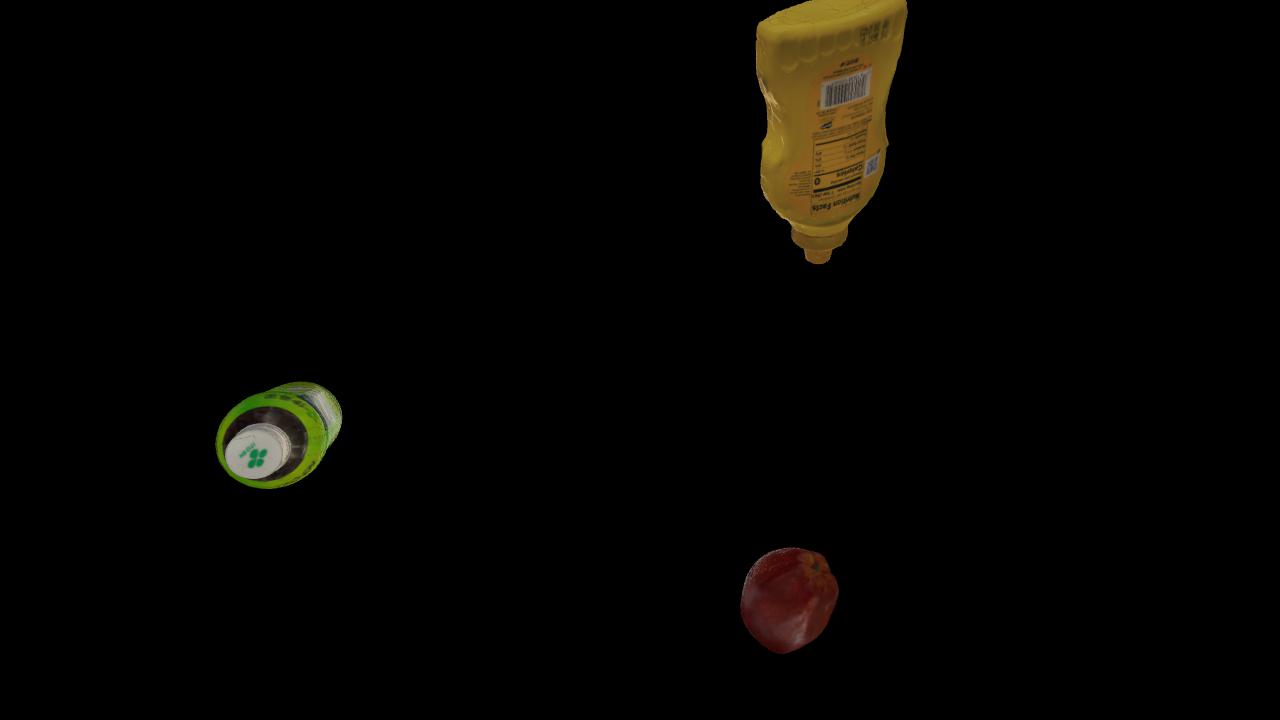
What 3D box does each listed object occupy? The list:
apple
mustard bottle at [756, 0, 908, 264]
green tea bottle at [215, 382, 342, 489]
[{"bbox_3d":[0.129,0.208,0.540,0.079,0.093,0.079,17,32,-11],"label":"apple"},{"bbox_3d":[0.127,-0.144,0.427,0.092,0.184,0.054,-21,45,-9],"label":"mustard bottle"},{"bbox_3d":[-0.271,0.054,0.467,0.073,0.073,0.212,0,-1,-22],"label":"green tea bottle"}]
